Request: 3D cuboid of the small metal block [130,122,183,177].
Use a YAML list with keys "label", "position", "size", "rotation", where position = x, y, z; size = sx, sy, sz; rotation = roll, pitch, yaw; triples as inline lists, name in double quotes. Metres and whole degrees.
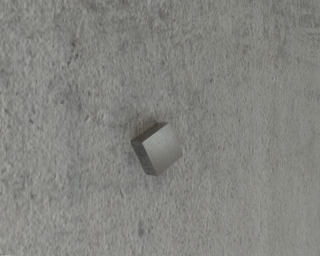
- label: "small metal block"
  position: [-0.003, 0.027, 0.401]
  size: [0.050, 0.025, 0.050]
  rotation: [-36, 113, -34]
